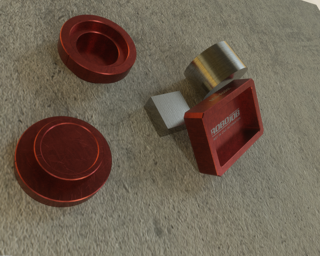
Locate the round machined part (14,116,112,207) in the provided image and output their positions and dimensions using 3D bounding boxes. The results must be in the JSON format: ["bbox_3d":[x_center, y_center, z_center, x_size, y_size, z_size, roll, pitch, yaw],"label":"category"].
[{"bbox_3d":[-0.098,0.029,0.323,0.099,0.042,0.098,14,56,-21],"label":"round machined part"}]

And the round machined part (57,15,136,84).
[{"bbox_3d":[-0.084,-0.098,0.408,0.099,0.042,0.098,14,56,-21],"label":"round machined part"}]

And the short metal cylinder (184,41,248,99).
[{"bbox_3d":[0.084,-0.084,0.467,0.081,0.080,0.050,-26,76,-37],"label":"short metal cylinder"}]

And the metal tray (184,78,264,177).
[{"bbox_3d":[0.093,-0.005,0.426,0.131,0.030,0.089,-34,115,-38],"label":"metal tray"}]

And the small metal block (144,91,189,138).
[{"bbox_3d":[0.014,-0.020,0.425,0.050,0.025,0.050,-16,70,-35],"label":"small metal block"}]
